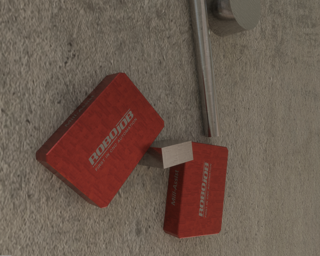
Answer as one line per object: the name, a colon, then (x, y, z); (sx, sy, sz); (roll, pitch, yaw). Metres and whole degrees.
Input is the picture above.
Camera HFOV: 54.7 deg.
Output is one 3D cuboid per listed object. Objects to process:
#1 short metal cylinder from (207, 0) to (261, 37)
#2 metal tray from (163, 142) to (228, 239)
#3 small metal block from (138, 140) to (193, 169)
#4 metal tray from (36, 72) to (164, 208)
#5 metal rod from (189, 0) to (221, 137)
short metal cylinder: (0.114, -0.189, 0.486); (0.081, 0.050, 0.079); (0, 90, -40)
metal tray: (0.055, 0.087, 0.450); (0.091, 0.030, 0.129); (11, 83, -40)
small metal block: (0.006, 0.032, 0.396); (0.050, 0.050, 0.025); (-11, 97, -40)
metal tray: (-0.060, 0.012, 0.352); (0.090, 0.030, 0.130); (51, 60, -28)
metal rod: (0.062, -0.135, 0.458); (0.025, 0.025, 0.298); (-13, 98, -40)
